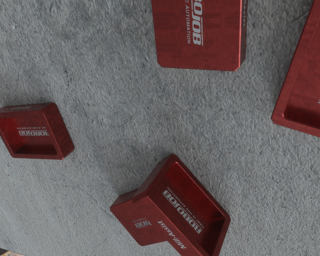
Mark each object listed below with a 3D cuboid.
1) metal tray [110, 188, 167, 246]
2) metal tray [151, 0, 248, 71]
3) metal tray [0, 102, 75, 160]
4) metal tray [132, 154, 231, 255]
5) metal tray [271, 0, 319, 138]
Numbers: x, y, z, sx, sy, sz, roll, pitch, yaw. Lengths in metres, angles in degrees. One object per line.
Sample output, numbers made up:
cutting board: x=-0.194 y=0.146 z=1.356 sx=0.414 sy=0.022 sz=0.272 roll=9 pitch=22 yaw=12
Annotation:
metal tray: x=-0.008 y=0.136 z=0.492 sx=0.130 sy=0.030 sz=0.090 roll=-29 pitch=103 yaw=37
metal tray: x=0.038 y=-0.125 z=0.306 sx=0.090 sy=0.030 sz=0.129 roll=8 pitch=122 yaw=24
metal tray: x=-0.215 y=0.007 z=0.521 sx=0.130 sy=0.030 sz=0.089 roll=-1 pitch=118 yaw=29
metal tray: x=0.033 y=0.110 z=0.414 sx=0.130 sy=0.090 sz=0.030 roll=49 pitch=129 yaw=-6
metal tray: x=0.167 y=-0.051 z=0.283 sx=0.090 sy=0.030 sz=0.129 roll=19 pitch=126 yaw=17
